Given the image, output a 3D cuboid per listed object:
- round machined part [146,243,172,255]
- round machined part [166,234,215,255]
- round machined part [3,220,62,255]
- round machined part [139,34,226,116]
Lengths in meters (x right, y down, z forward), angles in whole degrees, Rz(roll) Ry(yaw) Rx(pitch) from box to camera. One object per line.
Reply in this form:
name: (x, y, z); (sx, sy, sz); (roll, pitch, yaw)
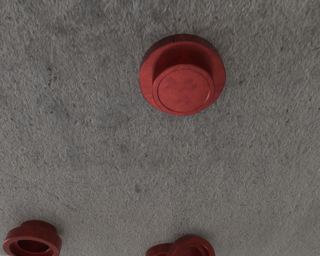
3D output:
round machined part: (0.019, 0.281, 0.635); (0.099, 0.042, 0.097); (0, 130, 0)
round machined part: (0.053, 0.252, 0.587); (0.098, 0.098, 0.042); (27, 166, -21)
round machined part: (-0.230, 0.206, 0.569); (0.099, 0.042, 0.097); (0, 130, 0)
round machined part: (0.025, -0.052, 0.352); (0.099, 0.042, 0.097); (0, 130, 0)
